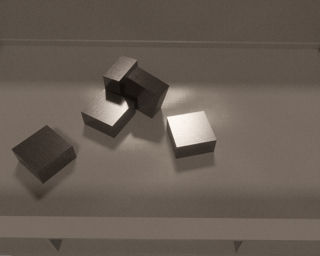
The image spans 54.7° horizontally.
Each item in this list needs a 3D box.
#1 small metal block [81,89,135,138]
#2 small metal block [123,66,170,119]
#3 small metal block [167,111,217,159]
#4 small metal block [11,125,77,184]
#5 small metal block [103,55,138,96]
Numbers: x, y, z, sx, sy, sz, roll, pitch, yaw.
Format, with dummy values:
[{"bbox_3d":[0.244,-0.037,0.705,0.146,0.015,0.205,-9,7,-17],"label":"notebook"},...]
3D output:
[{"bbox_3d":[-0.069,-0.020,0.421,0.050,0.025,0.050,24,54,18],"label":"small metal block"},{"bbox_3d":[-0.020,-0.047,0.421,0.050,0.050,0.025,32,56,6],"label":"small metal block"},{"bbox_3d":[0.039,0.008,0.399,0.050,0.025,0.050,-10,51,-9],"label":"small metal block"},{"bbox_3d":[-0.140,0.031,0.377,0.050,0.025,0.050,33,57,24],"label":"small metal block"},{"bbox_3d":[-0.054,-0.067,0.444,0.025,0.050,0.050,21,53,16],"label":"small metal block"}]
